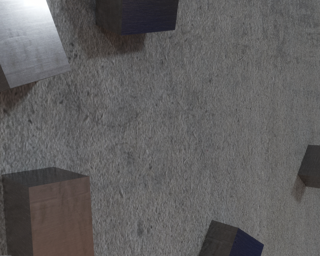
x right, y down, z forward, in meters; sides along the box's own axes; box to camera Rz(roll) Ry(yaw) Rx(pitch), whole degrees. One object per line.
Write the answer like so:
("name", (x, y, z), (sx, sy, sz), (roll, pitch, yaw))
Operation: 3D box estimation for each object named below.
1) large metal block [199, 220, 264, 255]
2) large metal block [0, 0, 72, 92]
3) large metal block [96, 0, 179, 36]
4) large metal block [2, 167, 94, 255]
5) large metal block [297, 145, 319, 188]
("large metal block", (0.108, 0.200, 0.480), (0.080, 0.050, 0.080), (39, 66, -33))
("large metal block", (-0.128, -0.075, 0.261), (0.050, 0.080, 0.080), (-28, 108, -37))
("large metal block", (-0.024, -0.154, 0.348), (0.081, 0.050, 0.079), (-20, 130, -38))
("large metal block", (-0.104, 0.083, 0.282), (0.050, 0.080, 0.079), (-5, 94, -40))
("large metal block", (0.358, 0.085, 0.669), (0.050, 0.080, 0.080), (47, 62, -30))
